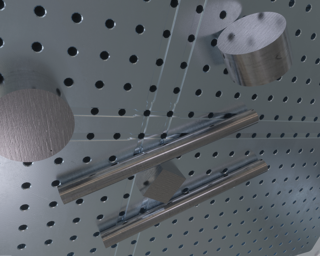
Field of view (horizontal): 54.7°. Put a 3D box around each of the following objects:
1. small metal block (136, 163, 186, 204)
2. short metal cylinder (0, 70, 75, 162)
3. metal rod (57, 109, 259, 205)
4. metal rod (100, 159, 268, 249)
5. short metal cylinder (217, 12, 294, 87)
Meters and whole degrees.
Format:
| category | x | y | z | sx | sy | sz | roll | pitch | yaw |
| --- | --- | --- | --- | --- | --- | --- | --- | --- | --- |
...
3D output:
| category | x | y | z | sx | sy | sz | roll | pitch | yaw |
| --- | --- | --- | --- | --- | --- | --- | --- | --- | --- |
| small metal block | 0.002 | 0.081 | 0.463 | 0.050 | 0.025 | 0.050 | 29 | 102 | -38 |
| short metal cylinder | -0.133 | -0.012 | 0.315 | 0.081 | 0.050 | 0.079 | -14 | 124 | -21 |
| metal rod | 0.009 | 0.034 | 0.437 | 0.302 | 0.025 | 0.025 | -21 | 127 | -16 |
| metal rod | 0.049 | 0.119 | 0.511 | 0.302 | 0.025 | 0.025 | -21 | 127 | -16 |
| short metal cylinder | 0.117 | -0.097 | 0.380 | 0.080 | 0.080 | 0.050 | -37 | 129 | -4 |
